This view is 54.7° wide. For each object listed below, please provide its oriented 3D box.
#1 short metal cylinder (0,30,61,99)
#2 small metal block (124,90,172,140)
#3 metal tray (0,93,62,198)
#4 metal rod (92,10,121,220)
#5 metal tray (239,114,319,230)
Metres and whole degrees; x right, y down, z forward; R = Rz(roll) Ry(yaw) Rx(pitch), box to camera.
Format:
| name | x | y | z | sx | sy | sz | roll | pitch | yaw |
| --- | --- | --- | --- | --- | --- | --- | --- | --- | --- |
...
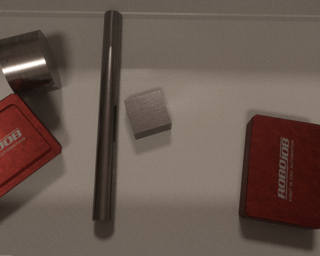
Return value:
| name | x | y | z | sx | sy | sz | roll | pitch | yaw |
| --- | --- | --- | --- | --- | --- | --- | --- | --- | --- |
| short metal cylinder | -0.170 | -0.083 | 0.409 | 0.050 | 0.080 | 0.080 | -17 | 71 | -6 |
| small metal block | -0.016 | -0.017 | 0.416 | 0.050 | 0.025 | 0.050 | -17 | 71 | -7 |
| metal tray | -0.198 | 0.030 | 0.369 | 0.130 | 0.030 | 0.090 | -38 | 108 | -13 |
| metal rod | -0.070 | -0.030 | 0.419 | 0.025 | 0.025 | 0.299 | -1 | 70 | -1 |
| metal tray | 0.153 | 0.053 | 0.389 | 0.091 | 0.030 | 0.130 | 10 | 70 | 3 |
